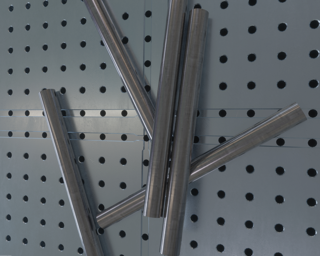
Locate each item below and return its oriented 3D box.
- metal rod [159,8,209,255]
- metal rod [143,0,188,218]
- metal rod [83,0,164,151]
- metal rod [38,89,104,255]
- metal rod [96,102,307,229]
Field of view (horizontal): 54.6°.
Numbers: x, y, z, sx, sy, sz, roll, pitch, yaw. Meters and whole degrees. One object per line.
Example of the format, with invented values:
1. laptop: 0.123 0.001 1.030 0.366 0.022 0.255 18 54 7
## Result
1. metal rod: 0.031 0.001 0.382 0.025 0.025 0.299 6 84 20
2. metal rod: 0.009 -0.041 0.391 0.025 0.025 0.299 5 85 20
3. metal rod: -0.052 -0.092 0.431 0.025 0.025 0.299 -29 81 18
4. metal rod: -0.126 0.086 0.457 0.025 0.025 0.299 -20 83 19
5. metal rod: 0.040 0.056 0.398 0.300 0.025 0.025 -32 80 17
